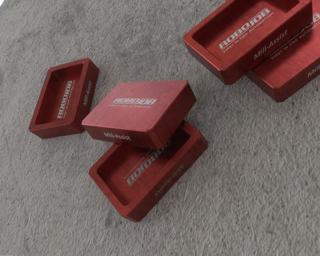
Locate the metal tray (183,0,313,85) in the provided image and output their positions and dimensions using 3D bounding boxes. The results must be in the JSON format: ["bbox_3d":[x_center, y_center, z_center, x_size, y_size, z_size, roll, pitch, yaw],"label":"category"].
[{"bbox_3d":[0.105,-0.123,0.381,0.130,0.030,0.090,-39,51,2],"label":"metal tray"}]

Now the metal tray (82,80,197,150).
[{"bbox_3d":[-0.029,-0.021,0.399,0.130,0.030,0.090,6,48,42],"label":"metal tray"}]

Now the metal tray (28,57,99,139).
[{"bbox_3d":[-0.157,-0.050,0.513,0.090,0.030,0.130,-8,58,23],"label":"metal tray"}]

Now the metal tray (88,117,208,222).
[{"bbox_3d":[-0.016,0.038,0.385,0.130,0.030,0.090,-47,51,-5],"label":"metal tray"}]

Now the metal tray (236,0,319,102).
[{"bbox_3d":[0.165,-0.102,0.376,0.130,0.030,0.090,-37,51,3],"label":"metal tray"}]
